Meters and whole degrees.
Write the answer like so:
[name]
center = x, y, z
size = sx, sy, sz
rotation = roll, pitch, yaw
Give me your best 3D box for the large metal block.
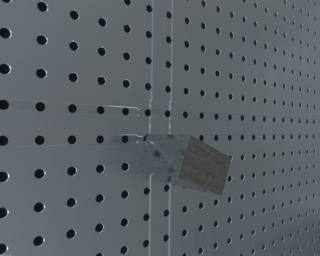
[large metal block]
center = 0.030, 0.046, 0.398
size = 0.080, 0.080, 0.050
rotation = 28, 73, -36
